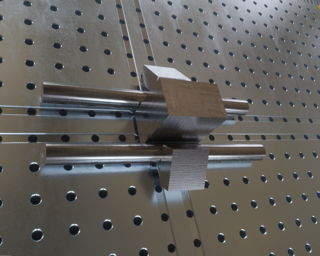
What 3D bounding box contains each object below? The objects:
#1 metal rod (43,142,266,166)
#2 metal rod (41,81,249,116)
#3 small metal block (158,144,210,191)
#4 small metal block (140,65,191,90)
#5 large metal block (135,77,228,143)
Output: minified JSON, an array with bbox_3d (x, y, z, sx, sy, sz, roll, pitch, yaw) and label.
[{"bbox_3d":[0.014,0.032,0.392,0.303,0.025,0.025,2,61,-27],"label":"metal rod"},{"bbox_3d":[-0.001,-0.036,0.424,0.303,0.025,0.025,2,61,-27],"label":"metal rod"},{"bbox_3d":[0.029,0.047,0.375,0.050,0.025,0.050,3,98,-27],"label":"small metal block"},{"bbox_3d":[0.007,-0.066,0.433,0.050,0.025,0.050,1,27,-28],"label":"small metal block"},{"bbox_3d":[0.024,-0.016,0.390,0.081,0.080,0.050,2,61,-28],"label":"large metal block"}]
